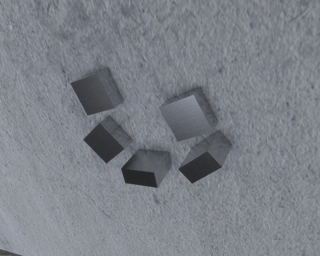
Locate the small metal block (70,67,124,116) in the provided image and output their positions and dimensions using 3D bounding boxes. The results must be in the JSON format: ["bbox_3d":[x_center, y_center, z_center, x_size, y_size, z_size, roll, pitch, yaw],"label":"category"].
[{"bbox_3d":[-0.085,-0.049,0.419,0.050,0.025,0.050,-12,113,32],"label":"small metal block"}]

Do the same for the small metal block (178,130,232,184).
[{"bbox_3d":[0.056,0.035,0.382,0.025,0.050,0.050,47,129,-5],"label":"small metal block"}]

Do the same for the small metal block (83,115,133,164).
[{"bbox_3d":[-0.077,0.017,0.456,0.050,0.025,0.050,47,129,-5],"label":"small metal block"}]

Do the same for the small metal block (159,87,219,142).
[{"bbox_3d":[0.035,-0.016,0.377,0.050,0.025,0.050,-18,109,35],"label":"small metal block"}]

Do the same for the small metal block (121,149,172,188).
[{"bbox_3d":[-0.018,0.055,0.432,0.050,0.050,0.025,3,120,26],"label":"small metal block"}]
